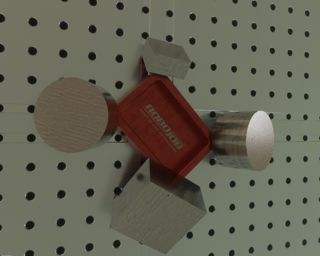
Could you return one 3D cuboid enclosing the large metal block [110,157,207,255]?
[{"bbox_3d":[-0.003,0.096,0.380,0.080,0.050,0.080,33,110,-18],"label":"large metal block"}]

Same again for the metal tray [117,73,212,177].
[{"bbox_3d":[0.004,0.001,0.411,0.090,0.030,0.130,-43,104,-15],"label":"metal tray"}]

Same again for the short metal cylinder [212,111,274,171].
[{"bbox_3d":[0.115,0.017,0.425,0.081,0.050,0.079,-1,91,-46],"label":"short metal cylinder"}]

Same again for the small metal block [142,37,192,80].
[{"bbox_3d":[0.007,-0.090,0.399,0.050,0.050,0.025,10,125,-20],"label":"small metal block"}]

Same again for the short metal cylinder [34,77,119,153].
[{"bbox_3d":[-0.091,-0.014,0.350,0.080,0.050,0.079,0,91,5],"label":"short metal cylinder"}]
